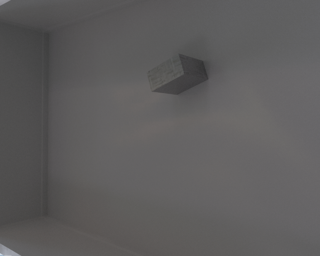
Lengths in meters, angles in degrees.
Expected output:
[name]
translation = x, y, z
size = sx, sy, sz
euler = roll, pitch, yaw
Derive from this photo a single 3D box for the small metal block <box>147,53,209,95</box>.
[small metal block]
translation = 0.021, -0.063, 0.374
size = 0.050, 0.050, 0.025
euler = -23, 75, 38
